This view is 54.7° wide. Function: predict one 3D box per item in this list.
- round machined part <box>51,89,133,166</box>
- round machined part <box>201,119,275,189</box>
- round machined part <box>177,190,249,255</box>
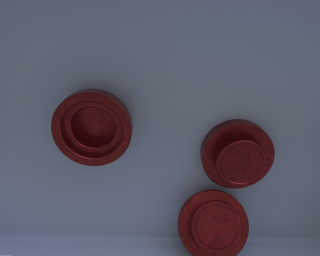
[{"bbox_3d":[-0.084,-0.003,0.400,0.099,0.042,0.097,0,110,-1],"label":"round machined part"},{"bbox_3d":[0.106,0.040,0.419,0.099,0.042,0.097,0,110,-1],"label":"round machined part"},{"bbox_3d":[0.075,0.135,0.428,0.099,0.042,0.098,1,76,-2],"label":"round machined part"}]
